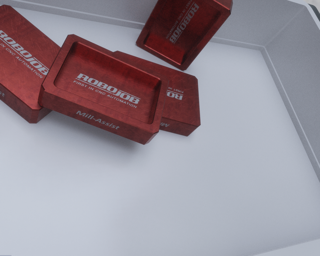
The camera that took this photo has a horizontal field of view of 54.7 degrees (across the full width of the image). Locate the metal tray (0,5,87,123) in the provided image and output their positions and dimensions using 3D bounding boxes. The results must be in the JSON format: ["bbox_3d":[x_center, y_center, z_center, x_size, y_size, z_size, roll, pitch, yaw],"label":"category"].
[{"bbox_3d":[-0.164,-0.077,0.362,0.130,0.030,0.090,40,51,-2],"label":"metal tray"}]

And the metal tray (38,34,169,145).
[{"bbox_3d":[-0.059,-0.044,0.359,0.131,0.030,0.090,22,53,-15],"label":"metal tray"}]

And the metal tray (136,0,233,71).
[{"bbox_3d":[0.031,-0.151,0.449,0.090,0.129,0.030,26,53,-12],"label":"metal tray"}]

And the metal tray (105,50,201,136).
[{"bbox_3d":[-0.009,-0.047,0.427,0.131,0.030,0.090,14,56,-21],"label":"metal tray"}]
